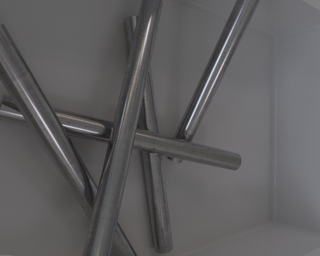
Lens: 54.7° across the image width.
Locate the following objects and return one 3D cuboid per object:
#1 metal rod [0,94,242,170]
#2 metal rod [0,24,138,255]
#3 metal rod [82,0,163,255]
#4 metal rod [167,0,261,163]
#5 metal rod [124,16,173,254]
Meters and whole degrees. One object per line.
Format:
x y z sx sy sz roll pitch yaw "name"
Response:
-0.021 0.014 0.360 0.302 0.025 0.025 15 81 -30 "metal rod"
-0.084 0.047 0.309 0.025 0.025 0.299 -41 123 -32 "metal rod"
-0.035 -0.009 0.324 0.025 0.025 0.299 24 69 -38 "metal rod"
0.076 -0.089 0.380 0.025 0.025 0.298 8 113 -40 "metal rod"
-0.013 0.013 0.395 0.025 0.025 0.298 -12 98 -39 "metal rod"
